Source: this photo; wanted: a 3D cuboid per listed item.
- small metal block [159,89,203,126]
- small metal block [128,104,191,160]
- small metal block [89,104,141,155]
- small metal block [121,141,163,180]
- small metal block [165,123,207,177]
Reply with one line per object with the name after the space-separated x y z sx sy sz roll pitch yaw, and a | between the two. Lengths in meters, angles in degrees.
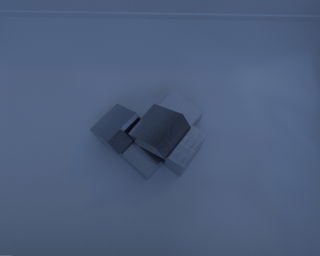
0.021 -0.014 0.413 0.050 0.025 0.050 40 75 13 | small metal block
-0.001 0.003 0.367 0.050 0.025 0.050 24 68 44 | small metal block
-0.054 0.000 0.394 0.050 0.025 0.050 -46 38 -15 | small metal block
-0.018 0.030 0.397 0.050 0.025 0.050 40 75 13 | small metal block
0.031 0.028 0.384 0.025 0.050 0.050 34 73 11 | small metal block
